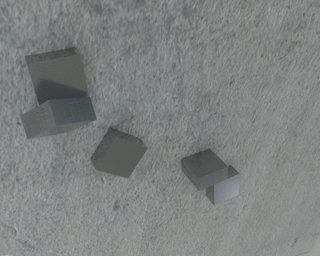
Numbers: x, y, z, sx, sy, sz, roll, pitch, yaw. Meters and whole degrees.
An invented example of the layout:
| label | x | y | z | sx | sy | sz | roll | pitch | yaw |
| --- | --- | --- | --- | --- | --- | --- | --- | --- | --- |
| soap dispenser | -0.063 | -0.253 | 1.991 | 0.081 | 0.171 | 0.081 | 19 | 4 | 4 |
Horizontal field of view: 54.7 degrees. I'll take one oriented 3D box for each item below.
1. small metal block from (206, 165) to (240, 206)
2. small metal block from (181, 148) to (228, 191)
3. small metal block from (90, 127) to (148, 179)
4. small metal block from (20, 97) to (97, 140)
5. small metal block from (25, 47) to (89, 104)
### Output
| label | x | y | z | sx | sy | sz | roll | pitch | yaw |
| --- | --- | --- | --- | --- | --- | --- | --- | --- | --- |
| small metal block | 0.107 | 0.098 | 0.528 | 0.050 | 0.025 | 0.050 | -19 | 126 | -18 |
| small metal block | 0.067 | 0.062 | 0.468 | 0.050 | 0.050 | 0.025 | -18 | 126 | -19 |
| small metal block | -0.053 | 0.033 | 0.400 | 0.050 | 0.025 | 0.050 | 23 | 106 | -37 |
| small metal block | -0.103 | -0.010 | 0.316 | 0.050 | 0.050 | 0.025 | -13 | 84 | -55 |
| small metal block | -0.105 | -0.051 | 0.319 | 0.050 | 0.025 | 0.050 | -17 | 125 | -19 |
